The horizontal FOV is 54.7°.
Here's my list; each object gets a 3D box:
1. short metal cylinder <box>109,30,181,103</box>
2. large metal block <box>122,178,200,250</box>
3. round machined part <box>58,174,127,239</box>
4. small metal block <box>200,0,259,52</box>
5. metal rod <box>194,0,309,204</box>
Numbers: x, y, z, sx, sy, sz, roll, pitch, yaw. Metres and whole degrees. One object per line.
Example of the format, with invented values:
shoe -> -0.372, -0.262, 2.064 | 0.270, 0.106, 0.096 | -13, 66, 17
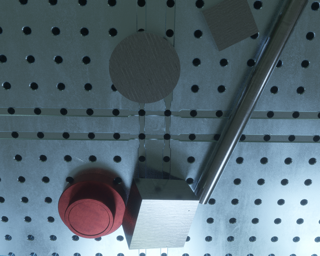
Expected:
short metal cylinder -> -0.017, -0.075, 0.372 | 0.081, 0.050, 0.079 | 0, 110, -1
large metal block -> -0.002, 0.119, 0.432 | 0.081, 0.050, 0.079 | 7, 111, -22
round machined part -> -0.098, 0.119, 0.447 | 0.099, 0.042, 0.097 | 0, 110, -1
small metal block -> 0.082, -0.126, 0.368 | 0.050, 0.025, 0.050 | -25, 109, 8
metal rod -> 0.111, -0.028, 0.404 | 0.025, 0.025, 0.298 | 19, 109, -7
